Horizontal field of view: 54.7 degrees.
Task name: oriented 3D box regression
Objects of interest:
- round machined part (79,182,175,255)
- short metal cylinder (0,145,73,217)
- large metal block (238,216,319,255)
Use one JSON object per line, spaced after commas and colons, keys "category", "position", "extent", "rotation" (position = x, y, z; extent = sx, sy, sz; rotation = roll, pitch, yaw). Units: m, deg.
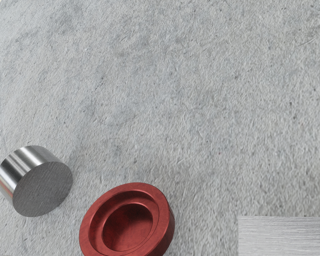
{"category": "round machined part", "position": [-0.031, 0.109, 0.329], "extent": [0.098, 0.042, 0.098], "rotation": [-13, 39, 11]}
{"category": "short metal cylinder", "position": [-0.165, 0.070, 0.410], "extent": [0.050, 0.080, 0.080], "rotation": [28, 77, 37]}
{"category": "large metal block", "position": [0.111, 0.120, 0.256], "extent": [0.080, 0.050, 0.080], "rotation": [-6, 59, 24]}
